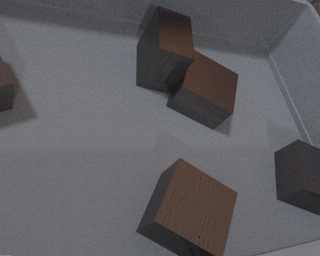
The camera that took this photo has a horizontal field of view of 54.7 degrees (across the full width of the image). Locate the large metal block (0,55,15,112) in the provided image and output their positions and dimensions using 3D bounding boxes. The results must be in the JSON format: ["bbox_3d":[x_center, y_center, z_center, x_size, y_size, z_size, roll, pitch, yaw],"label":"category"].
[{"bbox_3d":[-0.205,-0.054,0.312,0.081,0.050,0.080,-22,74,-36],"label":"large metal block"}]

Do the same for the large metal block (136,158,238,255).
[{"bbox_3d":[0.032,0.094,0.349,0.080,0.050,0.080,32,52,-8],"label":"large metal block"}]

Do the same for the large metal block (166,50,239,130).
[{"bbox_3d":[0.064,-0.056,0.458,0.080,0.050,0.080,26,53,-12],"label":"large metal block"}]

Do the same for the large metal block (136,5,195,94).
[{"bbox_3d":[0.005,-0.108,0.439,0.050,0.080,0.080,12,57,-22],"label":"large metal block"}]

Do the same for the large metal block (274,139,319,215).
[{"bbox_3d":[0.223,0.075,0.464,0.080,0.050,0.080,22,54,-15],"label":"large metal block"}]
